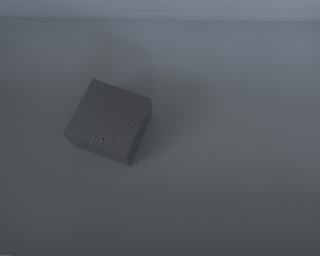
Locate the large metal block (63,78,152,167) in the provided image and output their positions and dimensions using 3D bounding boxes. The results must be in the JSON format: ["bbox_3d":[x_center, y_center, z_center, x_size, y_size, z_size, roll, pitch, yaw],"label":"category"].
[{"bbox_3d":[-0.062,-0.006,0.398,0.080,0.050,0.080,20,71,6],"label":"large metal block"}]
